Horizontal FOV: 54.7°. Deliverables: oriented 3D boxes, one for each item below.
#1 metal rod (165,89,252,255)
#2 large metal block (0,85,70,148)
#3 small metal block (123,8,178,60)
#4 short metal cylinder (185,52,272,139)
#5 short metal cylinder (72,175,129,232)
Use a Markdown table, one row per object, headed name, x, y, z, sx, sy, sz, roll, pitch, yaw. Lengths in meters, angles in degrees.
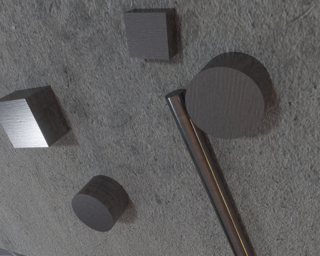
| name | x | y | z | sx | sy | sz | roll | pitch | yaw |
| --- | --- | --- | --- | --- | --- | --- | --- | --- | --- |
| metal rod | 0.076 | 0.087 | 0.420 | 0.025 | 0.025 | 0.299 | -12 | 113 | 33 |
| large metal block | -0.202 | -0.016 | 0.487 | 0.080 | 0.050 | 0.080 | -3 | 117 | 29 |
| small metal block | -0.010 | -0.105 | 0.347 | 0.050 | 0.025 | 0.050 | 9 | 122 | 23 |
| short metal cylinder | 0.073 | -0.035 | 0.330 | 0.080 | 0.050 | 0.079 | 13 | 124 | 21 |
| short metal cylinder | -0.100 | 0.127 | 0.522 | 0.080 | 0.050 | 0.079 | 13 | 124 | 21 |
